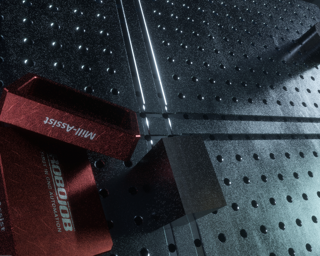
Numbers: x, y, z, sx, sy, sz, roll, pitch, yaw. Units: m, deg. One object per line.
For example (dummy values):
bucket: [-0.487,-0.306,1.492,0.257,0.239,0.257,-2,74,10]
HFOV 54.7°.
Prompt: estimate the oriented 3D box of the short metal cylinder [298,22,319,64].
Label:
short metal cylinder: [0.366,-0.194,0.707,0.081,0.050,0.080,13,56,-21]

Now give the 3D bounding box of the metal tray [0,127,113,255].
metal tray: [-0.104,0.064,0.291,0.091,0.030,0.130,4,58,-49]

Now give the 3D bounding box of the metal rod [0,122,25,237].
metal rod: [-0.186,-0.036,0.329,0.025,0.025,0.299,-8,66,-32]

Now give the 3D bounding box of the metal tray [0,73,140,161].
metal tray: [-0.090,-0.014,0.331,0.131,0.030,0.090,20,16,-15]

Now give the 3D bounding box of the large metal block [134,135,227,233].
large metal block: [0.018,0.062,0.344,0.050,0.080,0.080,-3,64,-30]
